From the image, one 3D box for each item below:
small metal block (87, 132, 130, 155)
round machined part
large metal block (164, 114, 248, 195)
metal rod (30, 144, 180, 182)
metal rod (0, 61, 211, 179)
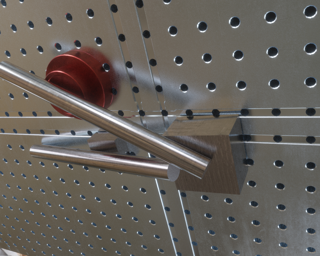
[{"bbox_3d":[-0.076,0.034,0.471,0.050,0.025,0.050,0,118,28],"label":"small metal block"},{"bbox_3d":[-0.119,-0.053,0.427,0.098,0.042,0.097,13,124,20],"label":"round machined part"},{"bbox_3d":[0.057,0.031,0.380,0.080,0.050,0.080,-2,118,28],"label":"large metal block"},{"bbox_3d":[-0.101,0.045,0.455,0.300,0.025,0.025,2,120,38],"label":"metal rod"},{"bbox_3d":[-0.080,-0.017,0.379,0.301,0.025,0.025,25,127,15],"label":"metal rod"}]
